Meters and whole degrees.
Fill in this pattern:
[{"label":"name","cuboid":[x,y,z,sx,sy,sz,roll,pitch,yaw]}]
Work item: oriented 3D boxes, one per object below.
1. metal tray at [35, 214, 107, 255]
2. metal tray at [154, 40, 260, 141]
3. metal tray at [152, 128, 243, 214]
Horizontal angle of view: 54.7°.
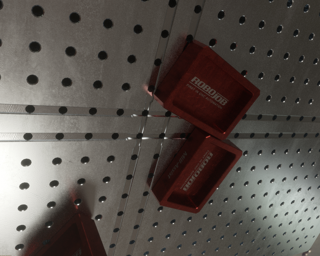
[{"label":"metal tray","cuboid":[-0.133,0.193,0.416,0.130,0.090,0.030,-46,130,3]},{"label":"metal tray","cuboid":[0.067,-0.045,0.418,0.131,0.030,0.090,27,103,-38]},{"label":"metal tray","cuboid":[0.059,0.069,0.484,0.090,0.030,0.129,24,105,-37]}]
